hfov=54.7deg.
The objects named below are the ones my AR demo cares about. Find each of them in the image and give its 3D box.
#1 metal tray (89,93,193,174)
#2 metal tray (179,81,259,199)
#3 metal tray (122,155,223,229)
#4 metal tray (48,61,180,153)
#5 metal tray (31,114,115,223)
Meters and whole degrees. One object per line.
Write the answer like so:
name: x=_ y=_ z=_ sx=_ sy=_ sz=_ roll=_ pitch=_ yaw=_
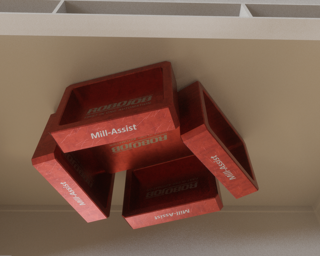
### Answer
metal tray: x=-0.028 y=0.008 z=0.409 sx=0.130 sy=0.030 sz=0.090 roll=-15 pitch=129 yaw=12
metal tray: x=0.071 y=0.016 z=0.379 sx=0.030 sy=0.090 sz=0.130 roll=-29 pitch=125 yaw=23
metal tray: x=0.015 y=0.083 z=0.435 sx=0.130 sy=0.090 sz=0.030 roll=-16 pitch=128 yaw=12
metal tray: x=-0.047 y=-0.025 z=0.341 sx=0.131 sy=0.090 sz=0.030 roll=-12 pitch=129 yaw=9
metal tray: x=-0.104 y=0.050 z=0.405 sx=0.030 sy=0.090 sz=0.130 roll=-17 pitch=129 yaw=13
